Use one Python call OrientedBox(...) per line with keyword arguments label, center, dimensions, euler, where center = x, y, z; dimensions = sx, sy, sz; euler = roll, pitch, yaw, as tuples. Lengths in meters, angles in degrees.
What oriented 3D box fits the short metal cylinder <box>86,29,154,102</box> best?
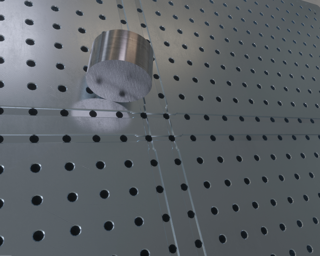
OrientedBox(label="short metal cylinder", center=(-0.049, -0.076, 0.393), dimensions=(0.081, 0.080, 0.050), euler=(15, 56, -20))
